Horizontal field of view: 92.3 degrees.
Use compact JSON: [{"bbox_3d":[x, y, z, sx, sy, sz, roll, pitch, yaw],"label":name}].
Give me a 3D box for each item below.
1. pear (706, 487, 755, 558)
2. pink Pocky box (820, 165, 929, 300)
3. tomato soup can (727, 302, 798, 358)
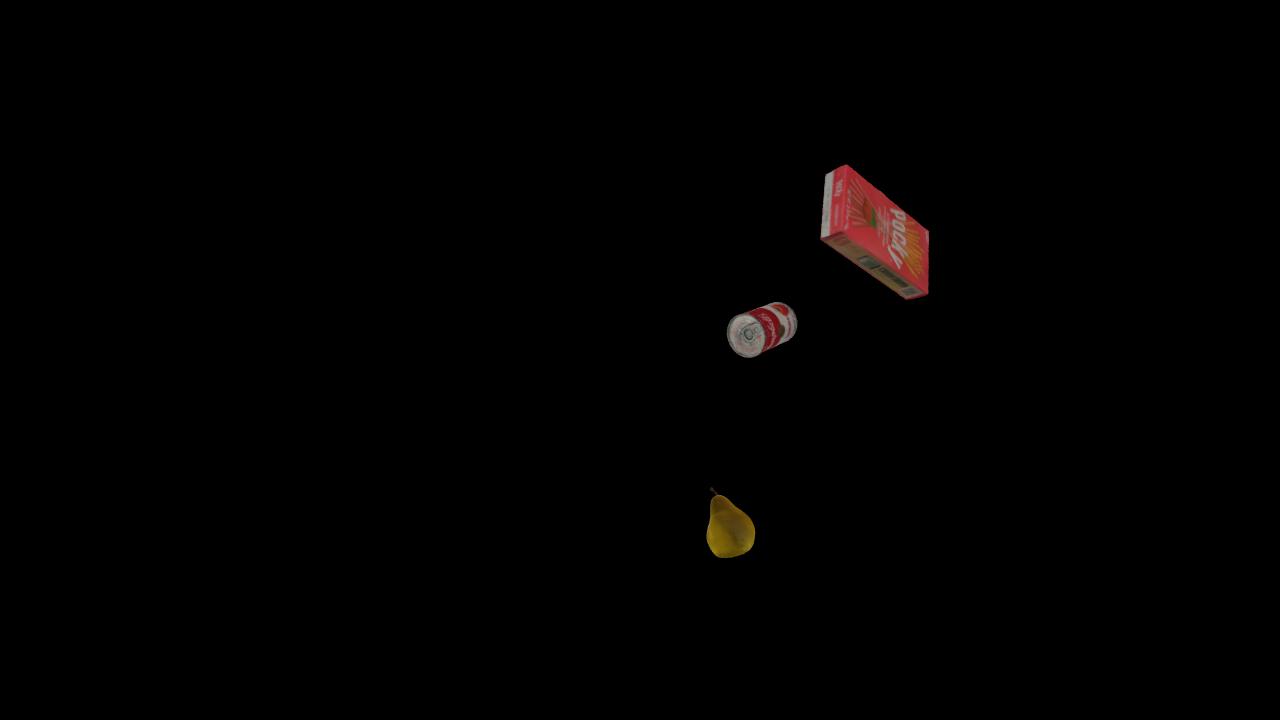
[{"bbox_3d":[0.133,0.244,0.945,0.080,0.111,0.080,-9,-26,-4],"label":"pear"},{"bbox_3d":[0.253,-0.132,0.653,0.155,0.084,0.029,24,-25,-30],"label":"pink Pocky box"},{"bbox_3d":[0.189,-0.048,0.945,0.068,0.068,0.101,0,14,43],"label":"tomato soup can"}]
